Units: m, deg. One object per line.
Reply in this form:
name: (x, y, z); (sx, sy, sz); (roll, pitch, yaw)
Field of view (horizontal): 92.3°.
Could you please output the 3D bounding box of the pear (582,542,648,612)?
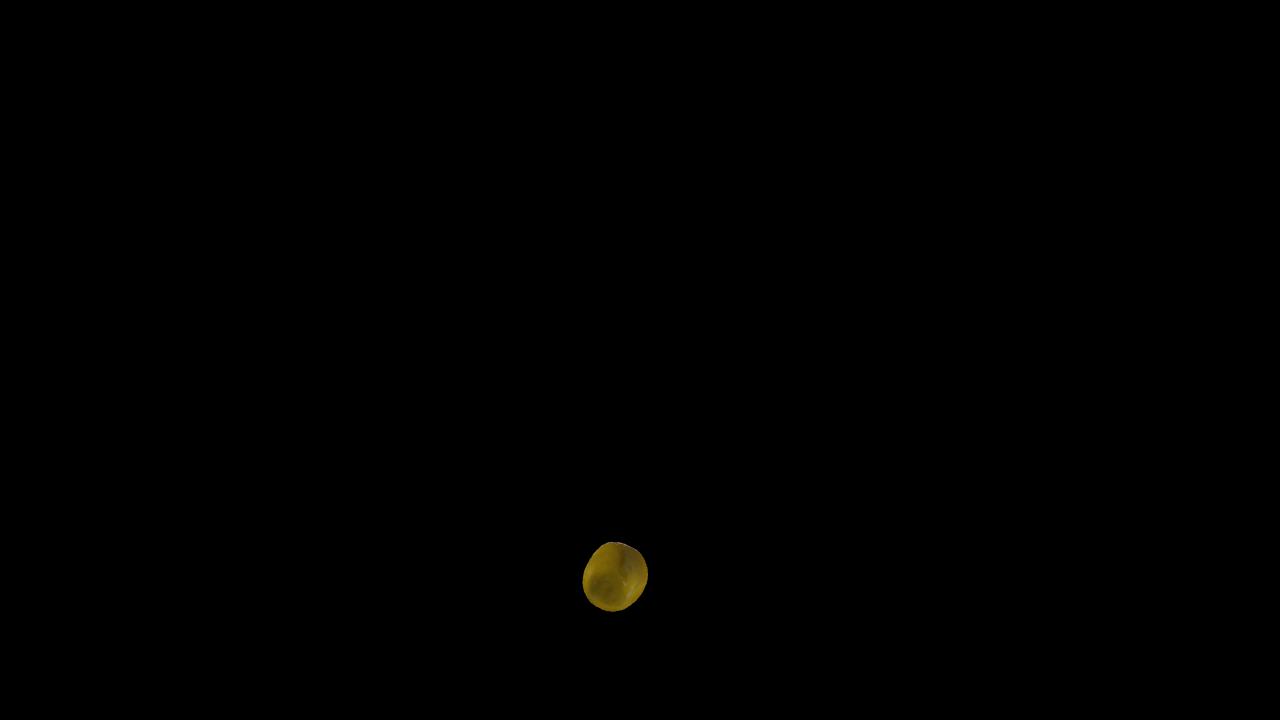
pear: (-0.024, 0.250, 0.749); (0.080, 0.080, 0.111); (0, 17, 12)
